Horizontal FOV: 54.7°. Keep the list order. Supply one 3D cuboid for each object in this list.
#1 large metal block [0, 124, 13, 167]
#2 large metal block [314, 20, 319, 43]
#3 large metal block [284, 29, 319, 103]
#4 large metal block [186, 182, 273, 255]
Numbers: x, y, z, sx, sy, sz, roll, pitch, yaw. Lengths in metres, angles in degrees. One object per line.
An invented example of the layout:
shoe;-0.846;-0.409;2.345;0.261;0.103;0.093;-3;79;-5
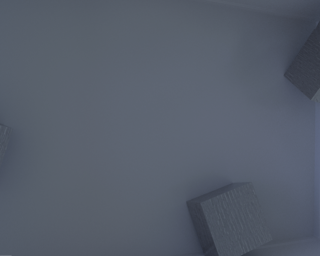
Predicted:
large metal block;-0.207;0.026;0.310;0.080;0.050;0.080;20;83;-36
large metal block;0.250;-0.127;0.389;0.080;0.080;0.050;22;122;10
large metal block;0.242;-0.087;0.453;0.050;0.080;0.079;14;121;-20
large metal block;0.093;0.126;0.423;0.081;0.050;0.080;-17;84;-20
